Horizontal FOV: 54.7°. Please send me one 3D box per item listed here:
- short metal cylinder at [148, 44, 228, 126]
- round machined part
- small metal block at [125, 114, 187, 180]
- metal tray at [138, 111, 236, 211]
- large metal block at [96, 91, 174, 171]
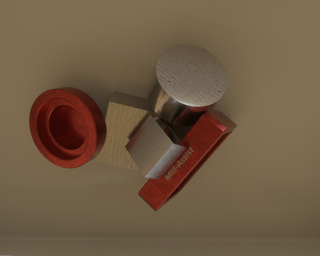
[{"bbox_3d":[0.030,-0.048,0.356,0.080,0.080,0.050,15,153,-6],"label":"short metal cylinder"},{"bbox_3d":[-0.109,-0.003,0.386,0.098,0.042,0.097,6,106,21],"label":"round machined part"},{"bbox_3d":[-0.006,0.022,0.349,0.025,0.050,0.050,20,114,-49],"label":"small metal block"},{"bbox_3d":[0.037,0.038,0.388,0.030,0.090,0.129,42,106,14],"label":"metal tray"},{"bbox_3d":[-0.030,0.006,0.398,0.081,0.050,0.079,14,109,-6],"label":"large metal block"}]
